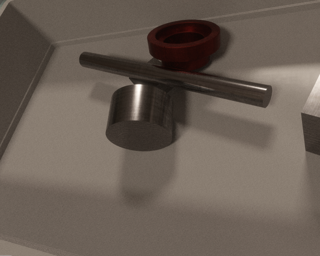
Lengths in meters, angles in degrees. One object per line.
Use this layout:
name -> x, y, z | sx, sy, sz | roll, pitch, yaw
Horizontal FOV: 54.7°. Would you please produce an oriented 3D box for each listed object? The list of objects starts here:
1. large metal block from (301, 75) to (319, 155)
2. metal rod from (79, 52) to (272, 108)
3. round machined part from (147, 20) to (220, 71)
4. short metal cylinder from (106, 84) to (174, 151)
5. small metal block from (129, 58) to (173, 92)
large metal block -> 0.180, -0.003, 0.278 | 0.080, 0.080, 0.050 | 22, 73, 35
metal rod -> -0.002, -0.072, 0.417 | 0.300, 0.025, 0.025 | 18, 71, 34
round machined part -> 0.034, -0.112, 0.429 | 0.099, 0.042, 0.098 | -6, 37, 5
short metal cylinder -> -0.024, -0.010, 0.388 | 0.080, 0.080, 0.050 | -10, 58, 22
small metal block -> -0.010, -0.069, 0.452 | 0.050, 0.025, 0.050 | -40, 51, 0
